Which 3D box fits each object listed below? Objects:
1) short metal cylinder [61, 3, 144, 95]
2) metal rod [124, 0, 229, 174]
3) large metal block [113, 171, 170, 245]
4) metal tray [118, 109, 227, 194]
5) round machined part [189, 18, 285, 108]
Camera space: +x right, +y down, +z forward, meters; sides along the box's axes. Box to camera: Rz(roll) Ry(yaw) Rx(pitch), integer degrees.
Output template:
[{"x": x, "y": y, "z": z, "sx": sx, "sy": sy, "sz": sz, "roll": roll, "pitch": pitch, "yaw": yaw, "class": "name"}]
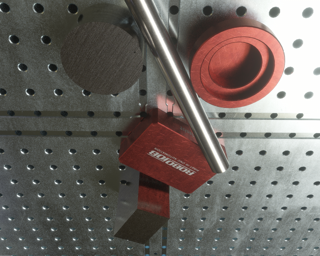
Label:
[{"x": -0.057, "y": -0.082, "z": 0.325, "sx": 0.081, "sy": 0.050, "sz": 0.079, "roll": 0, "pitch": 130, "yaw": 0, "class": "short metal cylinder"}, {"x": 0.016, "y": -0.061, "z": 0.339, "sx": 0.025, "sy": 0.025, "sz": 0.299, "roll": -20, "pitch": 121, "yaw": 16, "class": "metal rod"}, {"x": -0.028, "y": 0.118, "z": 0.475, "sx": 0.050, "sy": 0.080, "sz": 0.080, "roll": 23, "pitch": 126, "yaw": -18, "class": "large metal block"}, {"x": 0.019, "y": 0.038, "z": 0.441, "sx": 0.131, "sy": 0.030, "sz": 0.090, "roll": 29, "pitch": 124, "yaw": -23, "class": "metal tray"}, {"x": 0.080, "y": -0.073, "z": 0.339, "sx": 0.099, "sy": 0.042, "sz": 0.097, "roll": 0, "pitch": 130, "yaw": 0, "class": "round machined part"}]
